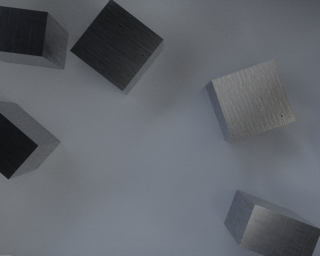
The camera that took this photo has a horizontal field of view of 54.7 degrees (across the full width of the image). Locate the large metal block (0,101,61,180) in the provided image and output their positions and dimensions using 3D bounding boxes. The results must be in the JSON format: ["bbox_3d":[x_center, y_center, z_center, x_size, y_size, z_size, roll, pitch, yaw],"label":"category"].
[{"bbox_3d":[-0.181,0.012,0.382,0.080,0.080,0.050,41,90,-1],"label":"large metal block"}]

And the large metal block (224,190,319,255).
[{"bbox_3d":[0.135,0.123,0.386,0.080,0.080,0.050,21,90,-1],"label":"large metal block"}]

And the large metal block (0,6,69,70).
[{"bbox_3d":[-0.167,-0.109,0.382,0.081,0.080,0.050,7,90,-1],"label":"large metal block"}]

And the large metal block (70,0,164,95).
[{"bbox_3d":[-0.052,-0.100,0.398,0.080,0.050,0.080,38,90,-1],"label":"large metal block"}]

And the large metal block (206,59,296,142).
[{"bbox_3d":[0.114,-0.033,0.400,0.080,0.050,0.080,-19,90,-1],"label":"large metal block"}]
